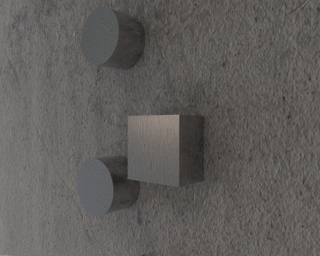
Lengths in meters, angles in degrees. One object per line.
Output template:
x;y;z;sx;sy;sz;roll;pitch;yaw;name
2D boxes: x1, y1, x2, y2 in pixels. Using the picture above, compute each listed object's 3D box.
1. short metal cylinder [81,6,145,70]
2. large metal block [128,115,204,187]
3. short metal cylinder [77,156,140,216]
-0.068;-0.126;0.445;0.080;0.050;0.080;0;90;40;short metal cylinder
0.006;0.025;0.384;0.080;0.050;0.080;0;90;40;large metal block
-0.076;0.082;0.451;0.080;0.050;0.080;0;90;40;short metal cylinder
